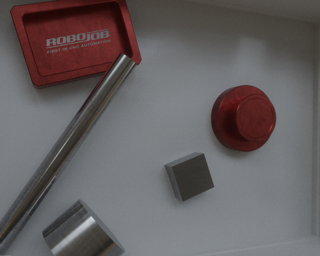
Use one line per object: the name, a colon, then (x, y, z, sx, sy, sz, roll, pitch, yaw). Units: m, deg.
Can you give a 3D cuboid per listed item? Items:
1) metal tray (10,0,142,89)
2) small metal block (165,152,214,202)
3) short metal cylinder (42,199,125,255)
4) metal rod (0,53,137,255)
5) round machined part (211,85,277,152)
metal tray: (-0.097, -0.105, 0.372, 0.131, 0.030, 0.089, -17, 96, -20)
small metal block: (0.041, 0.066, 0.427, 0.050, 0.025, 0.050, -20, 97, -19)
short metal cylinder: (-0.085, 0.128, 0.351, 0.050, 0.080, 0.080, -41, 104, -15)
metal rod: (-0.121, 0.043, 0.349, 0.025, 0.025, 0.300, 35, 85, -17)
round machined part: (0.128, -0.014, 0.451, 0.099, 0.042, 0.097, 0, 90, -21)
